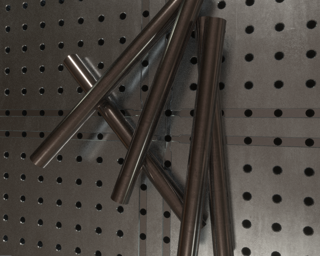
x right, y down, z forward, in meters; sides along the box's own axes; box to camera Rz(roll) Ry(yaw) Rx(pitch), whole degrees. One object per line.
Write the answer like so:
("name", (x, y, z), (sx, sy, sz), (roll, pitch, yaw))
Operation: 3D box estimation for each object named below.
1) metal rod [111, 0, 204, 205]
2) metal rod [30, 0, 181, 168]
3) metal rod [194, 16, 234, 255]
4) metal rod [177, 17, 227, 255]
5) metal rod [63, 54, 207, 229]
("metal rod", (0.000, -0.047, 0.387), (0.025, 0.025, 0.298), (22, 95, 18))
("metal rod", (-0.066, -0.063, 0.412), (0.025, 0.025, 0.300), (44, 95, 14))
("metal rod", (0.067, 0.012, 0.388), (0.025, 0.025, 0.298), (-5, 88, 19))
("metal rod", (0.048, 0.023, 0.367), (0.025, 0.025, 0.298), (7, 92, 19))
("metal rod", (-0.041, 0.014, 0.425), (0.025, 0.025, 0.300), (-41, 77, 15))
